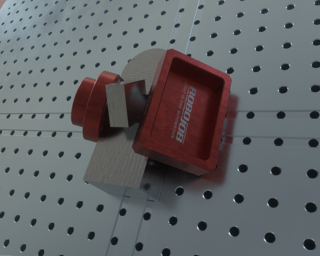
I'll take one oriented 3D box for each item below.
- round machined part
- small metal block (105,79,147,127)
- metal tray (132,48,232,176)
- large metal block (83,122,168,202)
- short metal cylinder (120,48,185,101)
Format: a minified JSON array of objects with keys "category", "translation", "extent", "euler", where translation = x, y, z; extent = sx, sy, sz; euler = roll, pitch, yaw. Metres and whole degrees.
[{"category":"round machined part","translation":[-0.089,-0.031,0.422],"extent":[0.042,0.098,0.098],"euler":[16,66,-1]},{"category":"small metal block","translation":[-0.039,-0.031,0.377],"extent":[0.025,0.050,0.050],"euler":[1,105,26]},{"category":"metal tray","translation":[0.030,-0.020,0.365],"extent":[0.030,0.091,0.130],"euler":[139,150,-62]},{"category":"large metal block","translation":[-0.037,0.040,0.387],"extent":[0.080,0.050,0.080],"euler":[2,63,29]},{"category":"short metal cylinder","translation":[-0.008,-0.064,0.435],"extent":[0.080,0.050,0.080],"euler":[-13,56,21]}]
